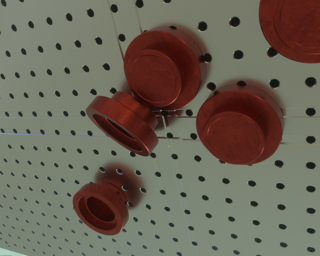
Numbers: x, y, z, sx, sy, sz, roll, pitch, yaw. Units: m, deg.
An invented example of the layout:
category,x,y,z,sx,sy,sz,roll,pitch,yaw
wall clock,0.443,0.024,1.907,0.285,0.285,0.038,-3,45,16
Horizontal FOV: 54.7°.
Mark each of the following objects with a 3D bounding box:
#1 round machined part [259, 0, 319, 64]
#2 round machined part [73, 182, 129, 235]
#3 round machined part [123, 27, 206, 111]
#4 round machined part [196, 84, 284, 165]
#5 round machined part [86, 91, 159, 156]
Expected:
category,x,y,z,sx,sy,sz,roll,pitch,yaw
round machined part,0.135,-0.102,0.266,0.098,0.042,0.097,13,124,20
round machined part,-0.096,0.133,0.531,0.098,0.042,0.097,13,124,20
round machined part,0.000,-0.063,0.360,0.098,0.042,0.097,13,124,20
round machined part,0.088,0.003,0.355,0.098,0.042,0.097,13,124,20
round machined part,-0.042,-0.009,0.396,0.098,0.042,0.098,31,162,12
